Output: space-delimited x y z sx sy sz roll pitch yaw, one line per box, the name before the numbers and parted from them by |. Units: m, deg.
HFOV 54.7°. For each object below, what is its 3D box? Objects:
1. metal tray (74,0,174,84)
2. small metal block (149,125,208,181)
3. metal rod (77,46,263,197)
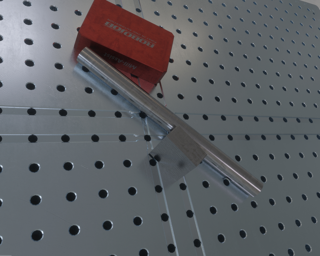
metal tray | -0.048 -0.129 0.458 0.131 0.030 0.090 22 54 -15
small metal block | 0.022 0.032 0.384 0.050 0.050 0.025 46 51 3
metal rod | 0.016 -0.007 0.420 0.300 0.025 0.025 38 51 -3
